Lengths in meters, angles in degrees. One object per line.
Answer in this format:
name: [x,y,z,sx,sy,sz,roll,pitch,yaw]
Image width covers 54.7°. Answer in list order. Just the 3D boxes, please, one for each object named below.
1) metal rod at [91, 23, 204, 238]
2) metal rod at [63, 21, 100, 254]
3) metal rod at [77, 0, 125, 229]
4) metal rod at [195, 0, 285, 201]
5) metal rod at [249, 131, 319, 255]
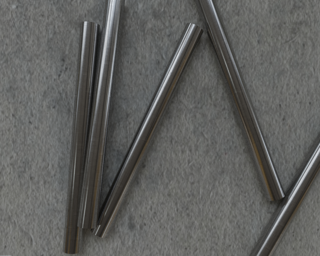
metal rod: [-0.017,0.003,0.409,0.025,0.025,0.299,25,90,-1]
metal rod: [-0.103,0.012,0.408,0.025,0.025,0.298,4,90,-1]
metal rod: [-0.075,-0.024,0.400,0.025,0.025,0.298,7,86,-1]
metal rod: [0.103,-0.049,0.411,0.025,0.025,0.298,-20,90,0]
metal rod: [0.194,0.065,0.412,0.025,0.025,0.299,30,90,-1]
